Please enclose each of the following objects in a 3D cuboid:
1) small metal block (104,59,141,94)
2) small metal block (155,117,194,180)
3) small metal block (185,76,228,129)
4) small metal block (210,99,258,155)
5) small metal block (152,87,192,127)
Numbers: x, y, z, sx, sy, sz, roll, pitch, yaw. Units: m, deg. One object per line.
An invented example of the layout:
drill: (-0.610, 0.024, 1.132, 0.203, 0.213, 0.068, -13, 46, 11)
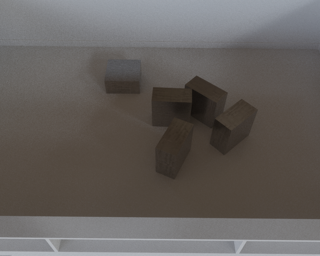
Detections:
small metal block: (-0.055, -0.078, 0.470, 0.050, 0.025, 0.050, 0, 50, 0)
small metal block: (0.017, 0.025, 0.369, 0.025, 0.050, 0.050, 21, 53, 16)
small metal block: (0.060, -0.035, 0.419, 0.050, 0.050, 0.025, 34, 58, 25)
small metal block: (0.092, -0.001, 0.391, 0.050, 0.050, 0.025, -34, 58, -26)
small metal block: (0.015, -0.027, 0.411, 0.050, 0.050, 0.025, 3, 51, 2)
